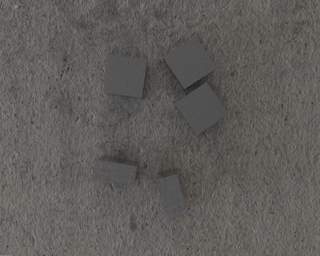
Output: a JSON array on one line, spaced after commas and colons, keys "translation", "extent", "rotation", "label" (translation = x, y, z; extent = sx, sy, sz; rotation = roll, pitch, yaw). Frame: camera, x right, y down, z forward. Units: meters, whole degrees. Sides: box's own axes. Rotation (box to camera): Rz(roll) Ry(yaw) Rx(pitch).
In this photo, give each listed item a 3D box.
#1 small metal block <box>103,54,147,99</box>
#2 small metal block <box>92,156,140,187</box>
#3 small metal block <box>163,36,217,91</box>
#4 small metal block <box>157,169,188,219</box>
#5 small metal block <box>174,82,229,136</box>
[{"translation": [-0.045, -0.067, 0.409], "extent": [0.050, 0.025, 0.050], "rotation": [7, 90, 0], "label": "small metal block"}, {"translation": [-0.054, 0.054, 0.397], "extent": [0.050, 0.050, 0.025], "rotation": [11, 90, 0], "label": "small metal block"}, {"translation": [0.039, -0.084, 0.410], "extent": [0.050, 0.025, 0.050], "rotation": [-33, 90, 0], "label": "small metal block"}, {"translation": [0.015, 0.083, 0.398], "extent": [0.025, 0.050, 0.050], "rotation": [-15, 90, 0], "label": "small metal block"}, {"translation": [0.054, -0.025, 0.410], "extent": [0.050, 0.025, 0.050], "rotation": [-35, 90, 0], "label": "small metal block"}]
